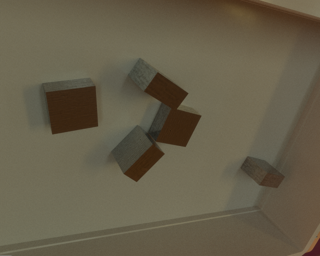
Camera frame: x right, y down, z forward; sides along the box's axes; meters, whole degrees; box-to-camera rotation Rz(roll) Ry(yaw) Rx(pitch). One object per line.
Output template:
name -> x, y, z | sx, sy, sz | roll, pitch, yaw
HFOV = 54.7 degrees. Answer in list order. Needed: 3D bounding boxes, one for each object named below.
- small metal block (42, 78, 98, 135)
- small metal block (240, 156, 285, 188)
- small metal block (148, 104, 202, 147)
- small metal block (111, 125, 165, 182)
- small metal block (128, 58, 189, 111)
small metal block -> -0.097, -0.025, 0.340 | 0.050, 0.025, 0.050 | -11, 123, -23
small metal block -> 0.178, 0.077, 0.537 | 0.050, 0.050, 0.025 | 15, 111, -34
small metal block -> 0.020, -0.005, 0.416 | 0.050, 0.025, 0.050 | 12, 112, -34
small metal block -> -0.029, 0.032, 0.396 | 0.050, 0.050, 0.025 | -45, 129, 3
small metal block -> -0.003, -0.051, 0.359 | 0.050, 0.050, 0.025 | 29, 103, -38
